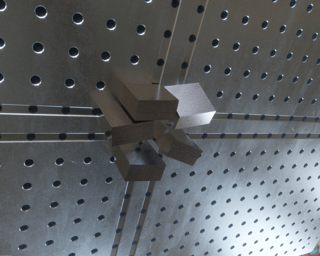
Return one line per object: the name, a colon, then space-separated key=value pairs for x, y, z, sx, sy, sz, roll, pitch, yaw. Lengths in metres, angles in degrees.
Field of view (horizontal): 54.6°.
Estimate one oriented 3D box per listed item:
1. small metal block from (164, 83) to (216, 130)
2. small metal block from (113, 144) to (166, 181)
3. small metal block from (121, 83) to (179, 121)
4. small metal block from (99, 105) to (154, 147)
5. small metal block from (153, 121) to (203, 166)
small metal block: x=0.034 y=-0.029 z=0.391 sx=0.050 sy=0.050 sz=0.025 roll=-10 pitch=146 yaw=-24
small metal block: x=-0.028 y=0.044 z=0.407 sx=0.050 sy=0.050 sz=0.025 roll=5 pitch=116 yaw=-31
small metal block: x=-0.013 y=-0.032 z=0.368 sx=0.050 sy=0.050 sz=0.025 roll=-3 pitch=120 yaw=-27
small metal block: x=-0.040 y=-0.006 z=0.369 sx=0.050 sy=0.050 sz=0.025 roll=-10 pitch=123 yaw=-23
small metal block: x=0.022 y=0.021 z=0.419 sx=0.050 sy=0.050 sz=0.025 roll=24 pitch=105 yaw=-37
